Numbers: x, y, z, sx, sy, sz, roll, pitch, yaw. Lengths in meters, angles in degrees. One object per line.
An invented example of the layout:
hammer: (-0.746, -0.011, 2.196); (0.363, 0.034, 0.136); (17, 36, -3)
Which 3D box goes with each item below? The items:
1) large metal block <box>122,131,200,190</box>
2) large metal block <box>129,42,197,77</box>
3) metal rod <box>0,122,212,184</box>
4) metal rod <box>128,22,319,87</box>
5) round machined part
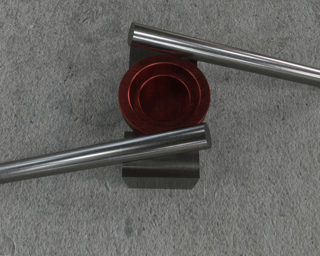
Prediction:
large metal block: (0.001, 0.041, 0.365); (0.081, 0.080, 0.050); (1, 70, 0)
large metal block: (0.004, -0.072, 0.406); (0.081, 0.080, 0.050); (1, 70, 0)
metal rod: (-0.094, 0.035, 0.336); (0.301, 0.025, 0.025); (-12, 69, 19)
metal rod: (0.109, -0.083, 0.384); (0.302, 0.025, 0.025); (7, 69, -21)
round machined part: (0.005, -0.030, 0.349); (0.099, 0.042, 0.098); (0, 70, -1)
